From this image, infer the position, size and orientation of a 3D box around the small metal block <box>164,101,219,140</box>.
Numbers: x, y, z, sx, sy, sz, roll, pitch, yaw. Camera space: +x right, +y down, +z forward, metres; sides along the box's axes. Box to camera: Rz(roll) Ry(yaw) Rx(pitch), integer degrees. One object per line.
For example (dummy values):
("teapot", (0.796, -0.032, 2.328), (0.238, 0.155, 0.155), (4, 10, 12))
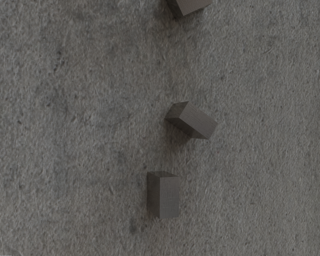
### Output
("small metal block", (0.040, -0.010, 0.412), (0.050, 0.050, 0.025), (35, 79, -17))

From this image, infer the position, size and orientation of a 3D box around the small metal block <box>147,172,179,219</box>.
("small metal block", (0.003, 0.084, 0.398), (0.025, 0.050, 0.050), (1, 90, -20))

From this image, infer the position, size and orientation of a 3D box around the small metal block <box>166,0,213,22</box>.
("small metal block", (0.036, -0.182, 0.423), (0.050, 0.025, 0.050), (-30, 100, -18))
